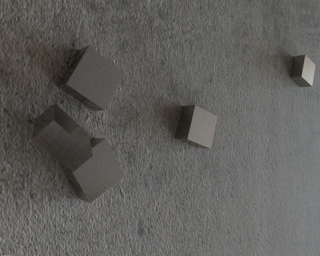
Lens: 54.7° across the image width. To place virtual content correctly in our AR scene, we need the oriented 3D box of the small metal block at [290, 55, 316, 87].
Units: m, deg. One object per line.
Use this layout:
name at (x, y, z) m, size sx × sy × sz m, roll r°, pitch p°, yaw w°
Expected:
small metal block at (0.304, -0.120, 0.659) m, size 0.050 × 0.025 × 0.050 m, roll 24°, pitch 75°, yaw -38°

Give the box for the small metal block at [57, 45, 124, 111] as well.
small metal block at (-0.075, -0.053, 0.341) m, size 0.050 × 0.025 × 0.050 m, roll 37°, pitch 67°, yaw -34°

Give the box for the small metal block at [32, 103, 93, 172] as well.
small metal block at (-0.095, 0.008, 0.305) m, size 0.025 × 0.050 × 0.050 m, roll -40°, pitch 118°, yaw 2°

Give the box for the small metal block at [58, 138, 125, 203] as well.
small metal block at (-0.074, 0.046, 0.342) m, size 0.050 × 0.025 × 0.050 m, roll -37°, pitch 113°, yaw -34°

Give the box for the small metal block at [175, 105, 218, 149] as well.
small metal block at (0.053, -0.001, 0.449) m, size 0.050 × 0.025 × 0.050 m, roll 23°, pitch 76°, yaw -38°
